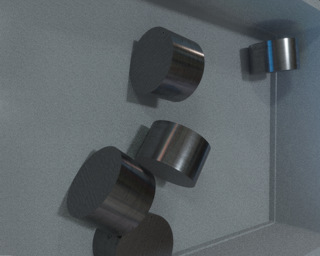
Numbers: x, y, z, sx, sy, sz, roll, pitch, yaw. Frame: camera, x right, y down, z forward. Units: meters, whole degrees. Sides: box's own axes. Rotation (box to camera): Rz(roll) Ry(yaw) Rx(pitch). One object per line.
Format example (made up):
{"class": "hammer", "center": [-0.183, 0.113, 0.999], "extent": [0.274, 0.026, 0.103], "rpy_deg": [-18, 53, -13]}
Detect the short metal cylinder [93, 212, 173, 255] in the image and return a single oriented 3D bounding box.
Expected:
{"class": "short metal cylinder", "center": [-0.031, 0.136, 0.365], "extent": [0.081, 0.050, 0.080], "rpy_deg": [0, 90, -40]}

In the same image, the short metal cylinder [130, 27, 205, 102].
{"class": "short metal cylinder", "center": [0.007, -0.075, 0.376], "extent": [0.050, 0.080, 0.080], "rpy_deg": [10, 84, -40]}

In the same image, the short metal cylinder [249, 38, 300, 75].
{"class": "short metal cylinder", "center": [0.197, -0.122, 0.535], "extent": [0.081, 0.080, 0.050], "rpy_deg": [-11, 98, -39]}

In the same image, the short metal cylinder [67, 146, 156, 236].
{"class": "short metal cylinder", "center": [-0.051, 0.066, 0.328], "extent": [0.050, 0.080, 0.080], "rpy_deg": [40, 66, -33]}

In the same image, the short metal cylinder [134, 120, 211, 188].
{"class": "short metal cylinder", "center": [0.016, 0.033, 0.384], "extent": [0.080, 0.080, 0.050], "rpy_deg": [40, 66, -33]}
